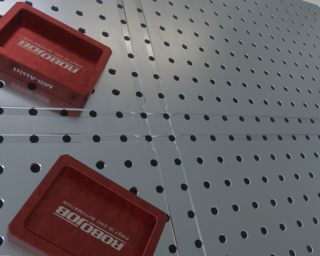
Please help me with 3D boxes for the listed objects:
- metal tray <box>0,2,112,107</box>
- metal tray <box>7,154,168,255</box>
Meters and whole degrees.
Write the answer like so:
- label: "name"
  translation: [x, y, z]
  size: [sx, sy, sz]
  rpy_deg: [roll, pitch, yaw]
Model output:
- label: "metal tray"
  translation: [-0.136, -0.092, 0.387]
  size: [0.131, 0.030, 0.090]
  rpy_deg: [26, 53, -12]
- label: "metal tray"
  translation: [-0.067, 0.097, 0.309]
  size: [0.130, 0.030, 0.090]
  rpy_deg: [33, 51, -7]
